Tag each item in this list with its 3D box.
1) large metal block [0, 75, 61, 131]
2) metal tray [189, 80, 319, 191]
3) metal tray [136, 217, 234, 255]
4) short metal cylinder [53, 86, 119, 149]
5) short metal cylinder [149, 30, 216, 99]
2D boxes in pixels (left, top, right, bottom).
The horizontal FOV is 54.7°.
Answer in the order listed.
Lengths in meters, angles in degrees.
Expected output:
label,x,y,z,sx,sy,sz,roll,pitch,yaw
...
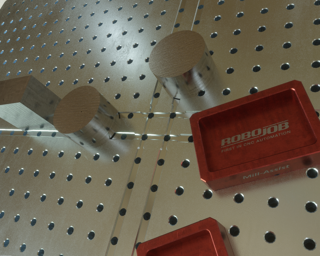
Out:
label,x,y,z,sx,sy,sz,roll,pitch,yaw
large metal block,-0.220,-0.038,0.512,0.080,0.080,0.050,-4,60,26
metal tray,0.104,0.009,0.344,0.130,0.030,0.090,-19,54,17
metal tray,0.034,0.161,0.287,0.090,0.030,0.130,-25,53,12
short metal cylinder,-0.109,-0.016,0.459,0.080,0.050,0.080,-13,56,21
short metal cylinder,0.031,-0.088,0.429,0.080,0.050,0.080,-13,56,21
